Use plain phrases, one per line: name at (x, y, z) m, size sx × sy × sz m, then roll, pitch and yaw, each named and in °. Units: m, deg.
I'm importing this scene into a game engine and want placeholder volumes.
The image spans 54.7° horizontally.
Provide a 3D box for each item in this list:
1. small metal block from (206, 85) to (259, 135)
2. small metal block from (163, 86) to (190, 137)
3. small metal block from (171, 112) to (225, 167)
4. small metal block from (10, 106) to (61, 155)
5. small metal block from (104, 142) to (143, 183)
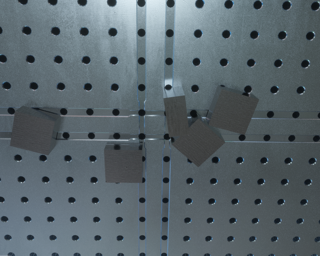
small metal block at (0.094, -0.024, 0.406) m, size 0.050 × 0.025 × 0.050 m, roll 15°, pitch 109°, yaw -6°
small metal block at (0.020, -0.022, 0.392) m, size 0.025 × 0.050 × 0.050 m, roll -8°, pitch 110°, yaw 2°
small metal block at (0.051, 0.016, 0.420) m, size 0.050 × 0.025 × 0.050 m, roll 41°, pitch 105°, yaw -14°
small metal block at (-0.166, 0.003, 0.412) m, size 0.050 × 0.025 × 0.050 m, roll 15°, pitch 109°, yaw -6°
small metal block at (-0.049, 0.048, 0.431) m, size 0.050 × 0.025 × 0.050 m, roll 1°, pitch 110°, yaw -1°
